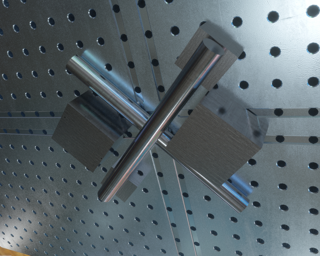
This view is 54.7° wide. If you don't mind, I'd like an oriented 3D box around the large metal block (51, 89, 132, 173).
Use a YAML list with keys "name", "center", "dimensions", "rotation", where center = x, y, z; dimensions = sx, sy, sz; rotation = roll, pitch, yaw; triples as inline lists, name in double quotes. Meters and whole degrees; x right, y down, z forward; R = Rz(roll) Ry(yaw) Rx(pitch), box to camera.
- name: "large metal block"
  center: [-0.099, 0.005, 0.451]
  dimensions: [0.080, 0.050, 0.080]
  rotation: [40, 129, 1]

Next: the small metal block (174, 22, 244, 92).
- name: "small metal block"
  center: [0.052, -0.077, 0.337]
  dimensions: [0.050, 0.025, 0.050]
  rotation: [39, 129, 1]

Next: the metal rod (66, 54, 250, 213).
- name: "metal rod"
  center: [-0.003, 0.008, 0.416]
  dimensions: [0.300, 0.025, 0.025]
  rotation: [40, 129, 0]

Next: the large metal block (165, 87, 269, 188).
- name: "large metal block"
  center: [0.066, 0.011, 0.367]
  dimensions: [0.080, 0.050, 0.080]
  rotation: [37, 129, 3]

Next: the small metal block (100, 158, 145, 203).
- name: "small metal block"
  center: [-0.060, 0.084, 0.495]
  dimensions: [0.050, 0.025, 0.050]
  rotation: [38, 129, 2]

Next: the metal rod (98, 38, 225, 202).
- name: "metal rod"
  center: [-0.017, 0.013, 0.395]
  dimensions: [0.025, 0.025, 0.298]
  rotation: [39, 129, 2]
